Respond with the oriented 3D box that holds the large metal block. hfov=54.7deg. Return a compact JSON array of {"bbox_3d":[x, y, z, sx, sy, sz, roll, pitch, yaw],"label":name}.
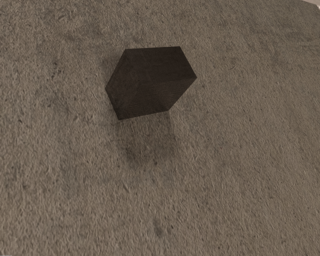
[{"bbox_3d":[-0.014,-0.057,0.397,0.081,0.080,0.050,-13,69,-34],"label":"large metal block"}]
